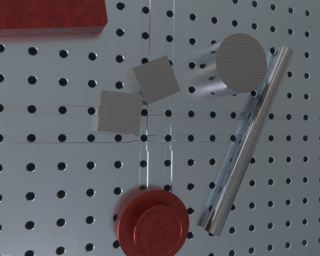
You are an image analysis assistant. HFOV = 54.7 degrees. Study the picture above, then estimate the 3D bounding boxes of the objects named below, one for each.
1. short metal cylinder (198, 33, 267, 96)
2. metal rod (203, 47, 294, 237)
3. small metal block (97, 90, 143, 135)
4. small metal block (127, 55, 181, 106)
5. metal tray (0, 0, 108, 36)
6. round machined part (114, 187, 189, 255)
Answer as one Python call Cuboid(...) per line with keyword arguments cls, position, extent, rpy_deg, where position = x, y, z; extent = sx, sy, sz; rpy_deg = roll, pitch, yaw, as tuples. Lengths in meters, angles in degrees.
Cuboid(cls="short metal cylinder", position=(0.101, -0.087, 0.436), extent=(0.081, 0.050, 0.080), rpy_deg=(0, 90, -20))
Cuboid(cls="metal rod", position=(0.135, 0.014, 0.462), extent=(0.025, 0.025, 0.299), rpy_deg=(28, 81, -18))
Cuboid(cls="small metal block", position=(-0.051, -0.019, 0.391), extent=(0.050, 0.025, 0.050), rpy_deg=(6, 88, -14))
Cuboid(cls="small metal block", position=(-0.008, -0.062, 0.409), extent=(0.050, 0.025, 0.050), rpy_deg=(-25, 98, -19))
Cuboid(cls="metal tray", position=(-0.134, -0.158, 0.360), extent=(0.131, 0.030, 0.089), rpy_deg=(-9, 93, -20))
Cuboid(cls="round machined part", position=(-0.006, 0.129, 0.401), extent=(0.099, 0.042, 0.097), rpy_deg=(0, 90, -20))
